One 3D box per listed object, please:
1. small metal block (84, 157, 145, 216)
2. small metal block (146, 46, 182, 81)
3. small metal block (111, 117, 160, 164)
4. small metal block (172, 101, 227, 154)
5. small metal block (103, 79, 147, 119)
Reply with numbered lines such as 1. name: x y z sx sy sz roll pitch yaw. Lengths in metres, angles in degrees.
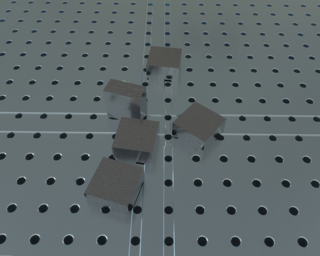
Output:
1. small metal block: -0.050 0.066 0.352 0.050 0.025 0.050 14 51 11
2. small metal block: 0.007 -0.104 0.495 0.050 0.025 0.050 6 50 5
3. small metal block: -0.029 0.015 0.394 0.050 0.025 0.050 7 50 5
4. small metal block: 0.052 -0.002 0.410 0.050 0.025 0.050 32 57 24
5. small metal block: -0.046 -0.035 0.420 0.050 0.050 0.025 14 52 11
